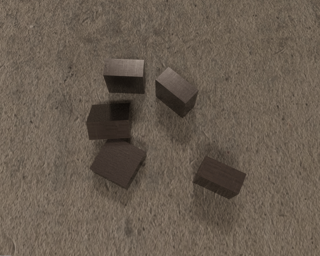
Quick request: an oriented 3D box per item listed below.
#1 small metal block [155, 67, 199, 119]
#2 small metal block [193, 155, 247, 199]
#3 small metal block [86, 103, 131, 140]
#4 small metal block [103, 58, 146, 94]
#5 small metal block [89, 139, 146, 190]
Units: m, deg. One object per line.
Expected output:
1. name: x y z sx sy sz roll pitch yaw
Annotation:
1. small metal block: 0.021 -0.046 0.412 0.050 0.050 0.025 40 75 13
2. small metal block: 0.070 0.061 0.374 0.050 0.050 0.025 24 72 8
3. small metal block: -0.063 -0.009 0.397 0.050 0.025 0.050 -3 29 -2
4. small metal block: -0.046 -0.069 0.420 0.050 0.050 0.025 2 70 0
5. small metal block: -0.052 0.043 0.392 0.050 0.025 0.050 26 72 9
